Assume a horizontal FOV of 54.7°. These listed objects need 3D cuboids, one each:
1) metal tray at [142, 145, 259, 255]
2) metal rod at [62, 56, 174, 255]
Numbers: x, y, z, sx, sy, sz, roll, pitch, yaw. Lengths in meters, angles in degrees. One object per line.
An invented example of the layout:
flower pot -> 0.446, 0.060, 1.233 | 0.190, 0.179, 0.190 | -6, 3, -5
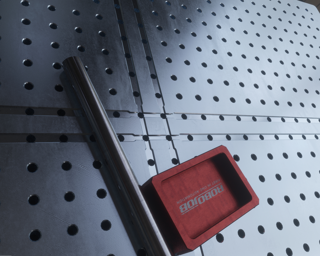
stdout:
metal tray -> 0.053, 0.083, 0.384 | 0.131, 0.030, 0.090 | -19, 72, -36
metal rod -> -0.047, 0.043, 0.357 | 0.025, 0.025, 0.299 | -16, 70, -35
